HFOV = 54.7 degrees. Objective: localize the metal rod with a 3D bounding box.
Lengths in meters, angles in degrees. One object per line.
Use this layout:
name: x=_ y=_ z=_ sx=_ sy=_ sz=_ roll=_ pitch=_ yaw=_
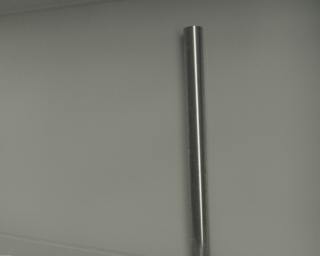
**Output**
metal rod: x=0.047 y=0.023 z=0.393 sx=0.025 sy=0.025 sz=0.298 roll=-2 pitch=89 yaw=19
